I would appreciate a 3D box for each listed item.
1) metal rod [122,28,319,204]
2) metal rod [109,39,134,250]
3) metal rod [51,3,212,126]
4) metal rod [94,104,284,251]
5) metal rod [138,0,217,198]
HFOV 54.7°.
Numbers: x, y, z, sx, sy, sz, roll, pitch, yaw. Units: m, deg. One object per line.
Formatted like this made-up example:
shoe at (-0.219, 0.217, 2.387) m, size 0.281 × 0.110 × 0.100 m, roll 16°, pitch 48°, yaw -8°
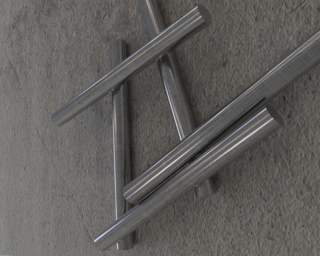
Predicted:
metal rod at (0.066, -0.006, 0.326) m, size 0.299 × 0.025 × 0.025 m, roll -41°, pitch 65°, yaw 24°
metal rod at (-0.056, 0.022, 0.451) m, size 0.025 × 0.025 × 0.298 m, roll -4°, pitch 88°, yaw 40°
metal rod at (-0.060, -0.068, 0.420) m, size 0.299 × 0.025 × 0.025 m, roll -27°, pitch 73°, yaw 36°
metal rod at (0.012, 0.075, 0.361) m, size 0.299 × 0.025 × 0.025 m, roll -43°, pitch 64°, yaw 31°
metal rod at (0.015, -0.063, 0.392) m, size 0.025 × 0.025 × 0.299 m, roll -25°, pitch 74°, yaw 37°
